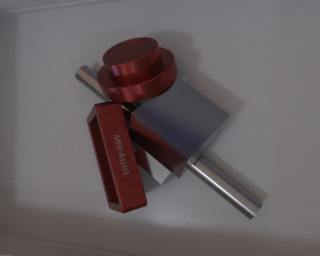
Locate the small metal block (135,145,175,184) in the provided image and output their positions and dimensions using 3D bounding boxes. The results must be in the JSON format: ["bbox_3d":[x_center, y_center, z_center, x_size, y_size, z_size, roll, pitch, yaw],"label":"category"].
[{"bbox_3d":[-0.002,0.042,0.395,0.050,0.050,0.025,40,103,15],"label":"small metal block"}]

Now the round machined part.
[{"bbox_3d":[-0.031,-0.077,0.378,0.098,0.098,0.042,-2,130,19],"label":"round machined part"}]

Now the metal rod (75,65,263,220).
[{"bbox_3d":[0.001,0.010,0.408,0.300,0.025,0.025,38,102,15],"label":"metal rod"}]

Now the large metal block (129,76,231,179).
[{"bbox_3d":[0.021,-0.002,0.366,0.080,0.050,0.080,39,59,15],"label":"large metal block"}]

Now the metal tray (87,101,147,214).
[{"bbox_3d":[-0.059,0.038,0.396,0.030,0.090,0.129,-13,84,-22],"label":"metal tray"}]
